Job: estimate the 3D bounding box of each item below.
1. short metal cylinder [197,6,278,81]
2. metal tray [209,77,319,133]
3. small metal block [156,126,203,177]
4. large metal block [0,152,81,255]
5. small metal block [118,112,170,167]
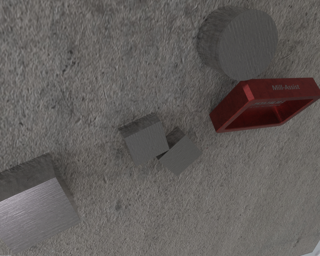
[{"bbox_3d":[0.092,-0.102,0.373,0.081,0.050,0.079,-10,118,-20],"label":"short metal cylinder"},{"bbox_3d":[0.147,-0.032,0.435,0.131,0.030,0.090,-6,154,-26],"label":"metal tray"},{"bbox_3d":[0.024,0.034,0.441,0.050,0.025,0.050,-43,130,1],"label":"small metal block"},{"bbox_3d":[-0.150,0.087,0.363,0.081,0.050,0.080,-24,127,-14],"label":"large metal block"},{"bbox_3d":[-0.020,0.015,0.405,0.050,0.025,0.050,-26,128,-12],"label":"small metal block"}]
